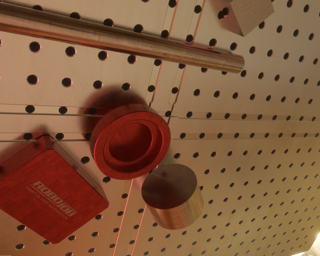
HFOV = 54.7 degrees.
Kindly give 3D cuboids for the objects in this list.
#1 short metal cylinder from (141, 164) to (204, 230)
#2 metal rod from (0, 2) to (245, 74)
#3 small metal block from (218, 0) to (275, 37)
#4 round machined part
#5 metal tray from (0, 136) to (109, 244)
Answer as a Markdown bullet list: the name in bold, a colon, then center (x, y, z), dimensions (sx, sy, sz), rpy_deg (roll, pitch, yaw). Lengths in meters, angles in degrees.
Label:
- **short metal cylinder**: center (0.019, 0.098, 0.449), dimensions (0.080, 0.080, 0.050), rpy_deg (-28, 128, -11)
- **metal rod**: center (-0.026, -0.092, 0.341), dimensions (0.303, 0.025, 0.025), rpy_deg (3, 117, -30)
- **small metal block**: center (0.106, -0.150, 0.379), dimensions (0.050, 0.025, 0.050), rpy_deg (-40, 130, -1)
- **round machined part**: center (-0.039, 0.013, 0.388), dimensions (0.099, 0.042, 0.097), rpy_deg (-14, 125, -21)
- **metal tray**: center (-0.135, 0.081, 0.385), dimensions (0.090, 0.030, 0.130), rpy_deg (-36, 130, -5)
